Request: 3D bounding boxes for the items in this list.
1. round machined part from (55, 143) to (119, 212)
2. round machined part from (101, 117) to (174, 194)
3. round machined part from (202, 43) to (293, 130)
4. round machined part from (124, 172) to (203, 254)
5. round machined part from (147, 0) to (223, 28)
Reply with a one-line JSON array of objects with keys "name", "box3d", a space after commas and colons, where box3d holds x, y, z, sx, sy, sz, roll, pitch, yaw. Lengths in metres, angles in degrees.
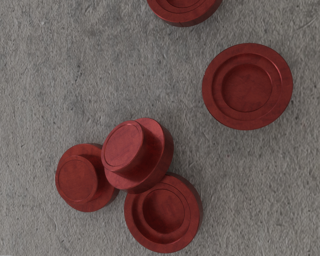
[{"name": "round machined part", "box3d": [-0.107, 0.071, 0.438, 0.098, 0.042, 0.097, 0, 90, 20]}, {"name": "round machined part", "box3d": [-0.035, 0.029, 0.388, 0.098, 0.042, 0.098, -22, 50, 29]}, {"name": "round machined part", "box3d": [0.102, -0.046, 0.364, 0.098, 0.042, 0.097, 0, 90, 20]}, {"name": "round machined part", "box3d": [0.007, 0.104, 0.397, 0.098, 0.042, 0.097, 0, 90, 20]}, {"name": "round machined part", "box3d": [0.034, -0.175, 0.388, 0.098, 0.042, 0.097, 0, 90, 20]}]
